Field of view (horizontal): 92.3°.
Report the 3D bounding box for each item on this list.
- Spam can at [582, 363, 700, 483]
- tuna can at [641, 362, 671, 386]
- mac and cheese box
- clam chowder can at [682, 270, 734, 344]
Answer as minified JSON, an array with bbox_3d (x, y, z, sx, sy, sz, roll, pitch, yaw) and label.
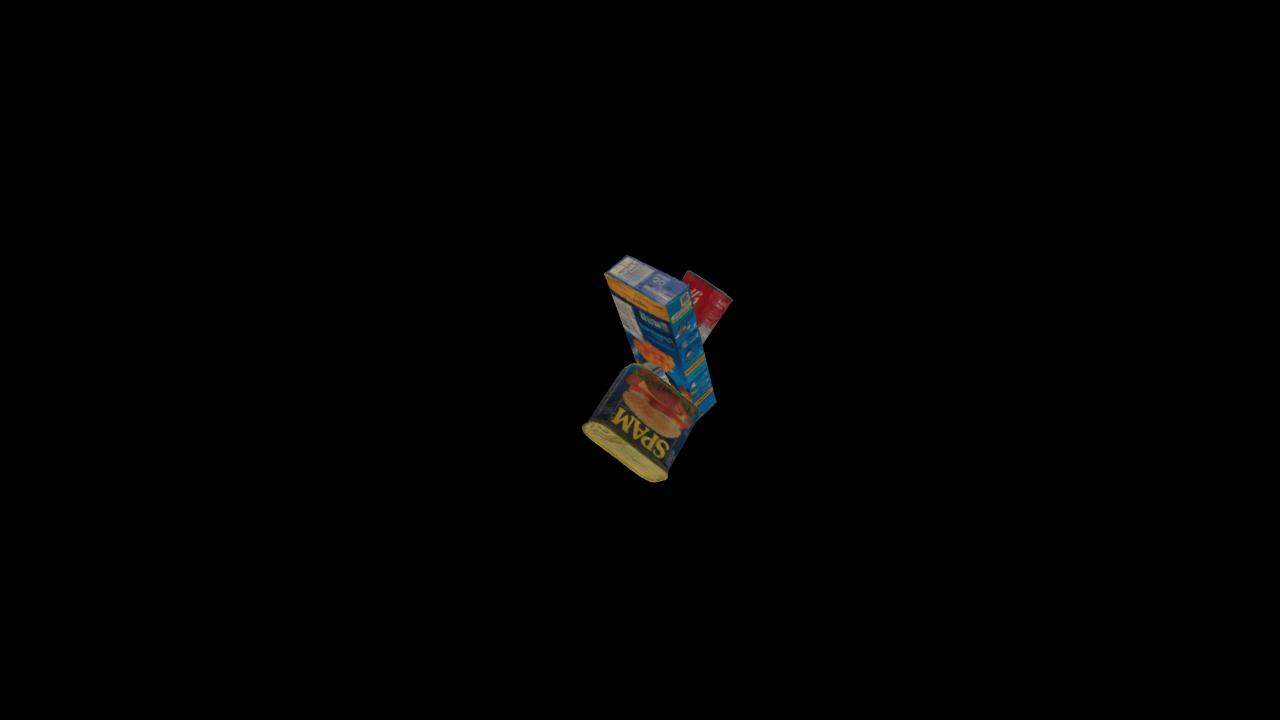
[{"bbox_3d":[0.004,0.066,0.656,0.101,0.085,0.058,39,-28,-11],"label":"Spam can"},{"bbox_3d":[0.019,0.043,0.683,0.084,0.084,0.034,0,12,-39],"label":"tuna can"},{"bbox_3d":[0.026,-0.020,0.661,0.041,0.184,0.093,-42,50,-20],"label":"mac and cheese box"},{"bbox_3d":[0.058,-0.050,0.755,0.068,0.102,0.068,33,7,-4],"label":"clam chowder can"}]
